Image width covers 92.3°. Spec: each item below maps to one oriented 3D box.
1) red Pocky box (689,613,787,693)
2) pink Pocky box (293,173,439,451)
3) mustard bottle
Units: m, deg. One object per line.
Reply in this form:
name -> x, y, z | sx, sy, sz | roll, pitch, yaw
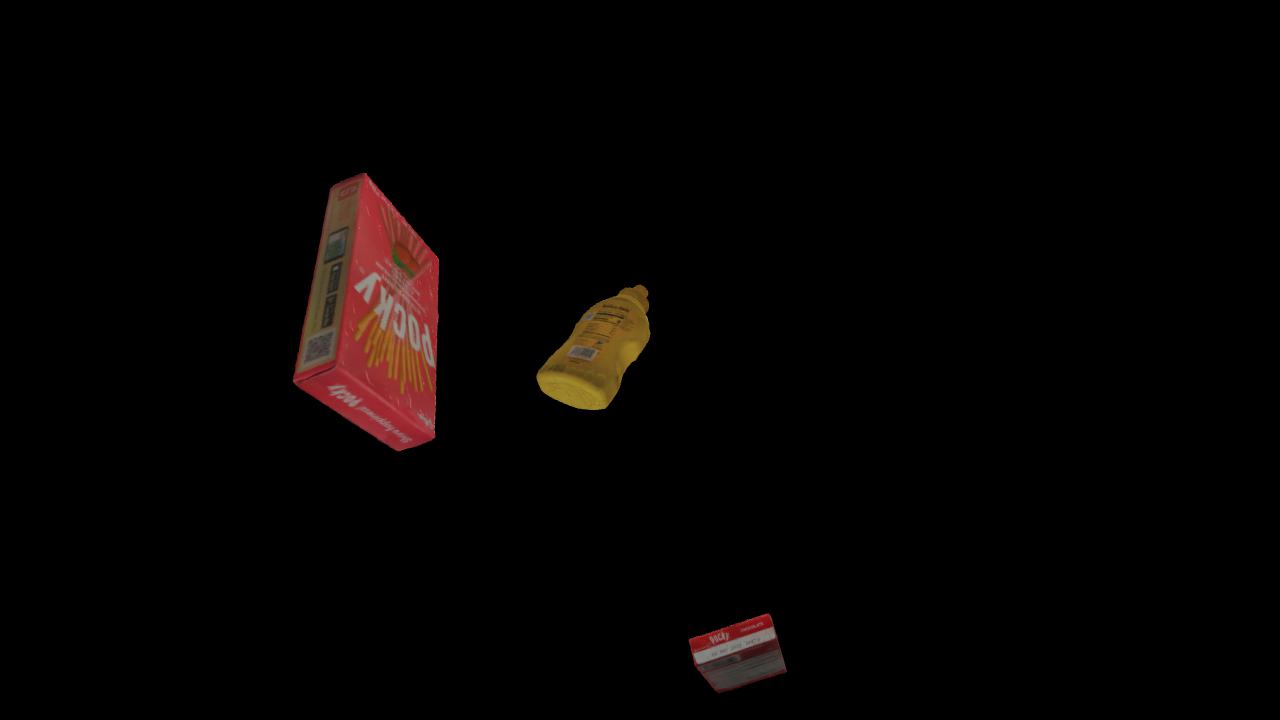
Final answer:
red Pocky box -> 0.103, 0.304, 0.629 | 0.083, 0.028, 0.155 | -20, -39, 2
pink Pocky box -> -0.155, -0.031, 0.369 | 0.029, 0.155, 0.084 | -19, -37, 9
mustard bottle -> -0.037, -0.026, 0.718 | 0.092, 0.054, 0.184 | 8, 47, 29
